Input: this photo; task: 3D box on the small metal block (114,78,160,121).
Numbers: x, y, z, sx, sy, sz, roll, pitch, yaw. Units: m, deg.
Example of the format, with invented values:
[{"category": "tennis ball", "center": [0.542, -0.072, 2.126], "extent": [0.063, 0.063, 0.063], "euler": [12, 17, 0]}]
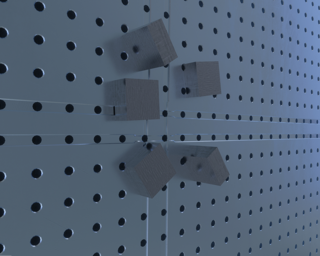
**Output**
[{"category": "small metal block", "center": [-0.028, -0.035, 0.387], "extent": [0.050, 0.025, 0.050], "euler": [-4, 93, -40]}]

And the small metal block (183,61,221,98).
[{"category": "small metal block", "center": [0.064, -0.073, 0.465], "extent": [0.050, 0.025, 0.050], "euler": [-11, 97, -40]}]

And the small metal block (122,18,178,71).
[{"category": "small metal block", "center": [-0.012, -0.102, 0.384], "extent": [0.025, 0.050, 0.050], "euler": [-40, 115, -33]}]

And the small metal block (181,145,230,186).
[{"category": "small metal block", "center": [0.066, 0.054, 0.451], "extent": [0.025, 0.050, 0.050], "euler": [-42, 116, -32]}]

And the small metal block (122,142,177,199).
[{"category": "small metal block", "center": [-0.013, 0.054, 0.401], "extent": [0.050, 0.025, 0.050], "euler": [-42, 116, -32]}]
